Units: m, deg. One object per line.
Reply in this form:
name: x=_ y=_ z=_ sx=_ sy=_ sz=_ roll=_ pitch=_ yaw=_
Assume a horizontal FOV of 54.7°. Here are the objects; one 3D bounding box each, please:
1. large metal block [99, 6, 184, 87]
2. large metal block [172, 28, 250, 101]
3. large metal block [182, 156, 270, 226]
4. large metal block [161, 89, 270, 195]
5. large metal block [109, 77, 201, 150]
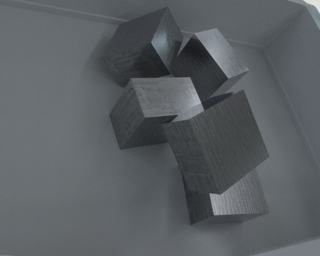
large metal block: x=-0.022 y=-0.108 z=0.417 sx=0.050 sy=0.080 sz=0.080 roll=54 pitch=41 yaw=-38
large metal block: x=0.070 y=-0.088 z=0.464 sx=0.050 sy=0.080 sz=0.080 roll=-25 pitch=76 yaw=-37
large metal block: x=0.078 y=0.074 z=0.389 sx=0.081 sy=0.050 sz=0.080 roll=6 pitch=59 yaw=-26
large metal block: x=0.060 y=0.014 z=0.332 sx=0.081 sy=0.050 sz=0.080 roll=-28 pitch=100 yaw=-30
large metal block: x=-0.006 y=-0.018 z=0.379 sx=0.081 sy=0.080 sz=0.050 roll=-7 pitch=65 yaw=-32
